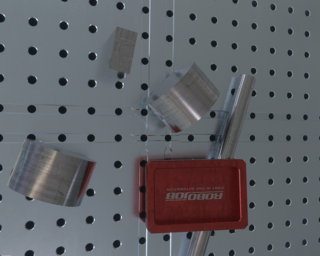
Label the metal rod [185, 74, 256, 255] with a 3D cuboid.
[{"bbox_3d":[0.085,0.067,0.443,0.025,0.025,0.299,20,83,-19],"label":"metal rod"}]

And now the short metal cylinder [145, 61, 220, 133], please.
[{"bbox_3d":[0.028,-0.040,0.394,0.080,0.080,0.050,-47,105,-14],"label":"short metal cylinder"}]

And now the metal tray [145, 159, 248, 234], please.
[{"bbox_3d":[0.047,0.087,0.408,0.131,0.030,0.089,0,86,-7],"label":"metal tray"}]

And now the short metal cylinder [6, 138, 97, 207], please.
[{"bbox_3d":[-0.117,0.048,0.340,0.080,0.080,0.050,22,83,-19],"label":"short metal cylinder"}]

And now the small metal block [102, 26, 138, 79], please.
[{"bbox_3d":[-0.051,-0.090,0.380,0.025,0.050,0.050,12,86,-20],"label":"small metal block"}]
